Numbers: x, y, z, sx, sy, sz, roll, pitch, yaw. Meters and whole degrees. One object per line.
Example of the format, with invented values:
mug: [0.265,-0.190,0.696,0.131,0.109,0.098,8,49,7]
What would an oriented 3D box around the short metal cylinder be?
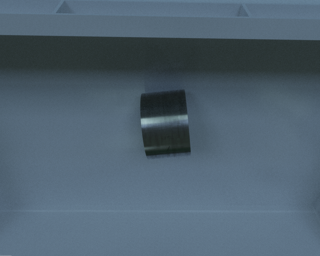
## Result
short metal cylinder: [0.008,-0.004,0.370,0.050,0.080,0.080,-5,130,4]
